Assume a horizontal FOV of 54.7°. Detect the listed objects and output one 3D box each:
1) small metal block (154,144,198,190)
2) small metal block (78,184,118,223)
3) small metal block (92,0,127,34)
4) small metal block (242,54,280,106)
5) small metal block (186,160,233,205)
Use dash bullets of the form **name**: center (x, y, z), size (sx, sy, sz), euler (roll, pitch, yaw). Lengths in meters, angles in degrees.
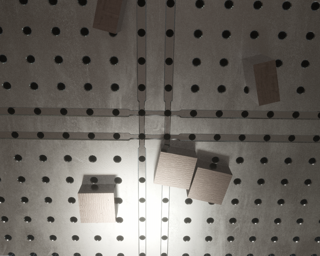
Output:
- **small metal block**: center (0.021, 0.055, 0.434), size (0.050, 0.025, 0.050), euler (11, 110, -5)
- **small metal block**: center (-0.090, 0.110, 0.453), size (0.050, 0.025, 0.050), euler (-1, 110, -1)
- **small metal block**: center (-0.054, -0.136, 0.349), size (0.025, 0.050, 0.050), euler (14, 109, -6)
- **small metal block**: center (0.123, -0.060, 0.380), size (0.025, 0.050, 0.050), euler (-13, 110, 4)
- **small metal block**: center (0.069, 0.077, 0.443), size (0.050, 0.025, 0.050), euler (14, 110, -6)
